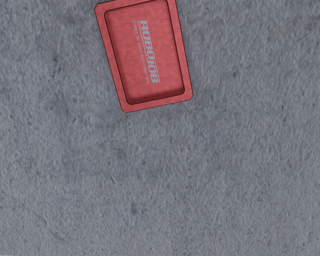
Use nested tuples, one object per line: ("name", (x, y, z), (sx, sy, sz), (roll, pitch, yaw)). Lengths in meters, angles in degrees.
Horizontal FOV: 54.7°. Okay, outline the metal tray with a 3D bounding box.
("metal tray", (-0.016, -0.090, 0.373), (0.090, 0.030, 0.129), (-12, 110, 4))
